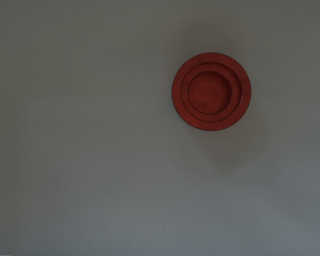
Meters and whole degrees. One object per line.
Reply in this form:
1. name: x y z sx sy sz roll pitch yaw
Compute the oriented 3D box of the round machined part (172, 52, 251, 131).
1. round machined part: 0.064 -0.045 0.403 0.099 0.042 0.097 0 90 0
